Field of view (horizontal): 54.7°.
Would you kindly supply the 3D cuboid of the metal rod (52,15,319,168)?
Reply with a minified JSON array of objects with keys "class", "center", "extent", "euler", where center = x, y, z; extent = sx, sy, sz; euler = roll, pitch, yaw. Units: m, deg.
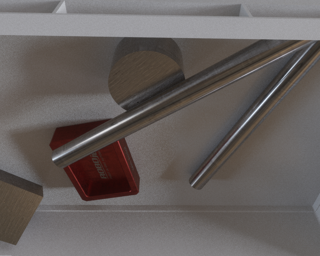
[{"class":"metal rod","center":[0.006,-0.025,0.321],"extent":[0.300,0.025,0.025],"euler":[-26,126,20]}]

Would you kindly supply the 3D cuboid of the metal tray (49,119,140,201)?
[{"class":"metal tray","center":[-0.088,0.051,0.447],"extent":[0.090,0.030,0.129],"euler":[-9,130,7]}]

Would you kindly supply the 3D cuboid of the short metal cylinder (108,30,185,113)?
[{"class":"short metal cylinder","center":[-0.014,-0.060,0.341],"extent":[0.081,0.050,0.079],"euler":[0,130,0]}]

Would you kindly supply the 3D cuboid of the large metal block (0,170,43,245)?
[{"class":"large metal block","center":[-0.233,0.115,0.462],"extent":[0.080,0.050,0.080],"euler":[30,87,-23]}]

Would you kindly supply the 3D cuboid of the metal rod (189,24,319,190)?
[{"class":"metal rod","center":[0.122,-0.016,0.397],"extent":[0.025,0.025,0.298],"euler":[20,127,-17]}]
